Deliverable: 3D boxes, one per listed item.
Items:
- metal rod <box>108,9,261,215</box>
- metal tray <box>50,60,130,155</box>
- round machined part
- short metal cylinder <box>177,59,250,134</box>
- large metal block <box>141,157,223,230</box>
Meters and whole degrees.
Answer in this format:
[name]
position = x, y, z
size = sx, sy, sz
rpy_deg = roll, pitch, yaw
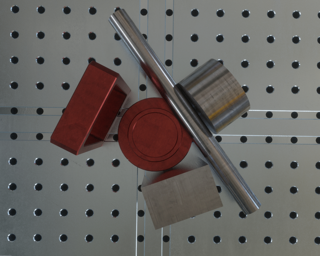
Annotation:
[metal rod]
position = 0.032, -0.020, 0.393
size = 0.025, 0.025, 0.299
rpy_deg = -35, 90, 0
[metal tray]
position = -0.073, -0.020, 0.360
size = 0.030, 0.130, 0.090
rpy_deg = 27, 90, 0
[round machined part]
position = -0.006, 0.009, 0.404
size = 0.099, 0.042, 0.097
rpy_deg = 0, 90, -1
[short metal cylinder]
position = 0.066, -0.039, 0.386
size = 0.050, 0.080, 0.080
rpy_deg = -37, 90, 0
[large metal block]
position = 0.024, 0.077, 0.386
size = 0.080, 0.080, 0.050
rpy_deg = -19, 90, 0
